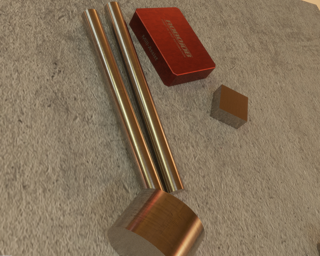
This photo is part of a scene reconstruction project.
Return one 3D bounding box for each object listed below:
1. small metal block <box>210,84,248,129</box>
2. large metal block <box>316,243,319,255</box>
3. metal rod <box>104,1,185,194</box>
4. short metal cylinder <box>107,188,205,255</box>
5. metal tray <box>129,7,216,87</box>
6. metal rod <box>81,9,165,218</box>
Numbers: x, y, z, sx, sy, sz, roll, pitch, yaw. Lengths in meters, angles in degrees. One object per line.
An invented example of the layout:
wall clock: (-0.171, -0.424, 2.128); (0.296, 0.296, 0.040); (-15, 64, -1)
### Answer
small metal block: (0.109, -0.033, 0.485); (0.050, 0.025, 0.050); (24, 53, -14)
large metal block: (0.269, 0.198, 0.415); (0.081, 0.050, 0.080); (16, 55, -20)
metal rod: (-0.028, -0.054, 0.423); (0.025, 0.025, 0.299); (-6, 65, -31)
short metal cylinder: (-0.004, 0.106, 0.303); (0.080, 0.080, 0.050); (42, 51, 0)
metal tray: (0.020, -0.133, 0.494); (0.091, 0.030, 0.130); (-18, 71, -35)
metal rod: (-0.050, -0.033, 0.398); (0.025, 0.025, 0.299); (-8, 66, -32)
